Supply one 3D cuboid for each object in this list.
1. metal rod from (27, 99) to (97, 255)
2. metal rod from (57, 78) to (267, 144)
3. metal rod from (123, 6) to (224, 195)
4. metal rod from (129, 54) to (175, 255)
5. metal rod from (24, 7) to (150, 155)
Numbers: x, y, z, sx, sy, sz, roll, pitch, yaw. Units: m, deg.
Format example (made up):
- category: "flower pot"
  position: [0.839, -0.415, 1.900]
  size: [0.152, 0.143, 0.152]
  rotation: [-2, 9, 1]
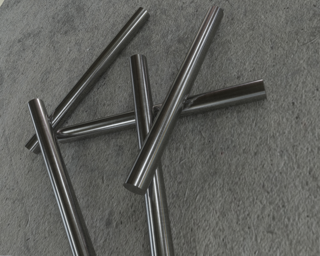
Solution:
- category: "metal rod"
  position: [-0.133, 0.070, 0.412]
  size: [0.025, 0.025, 0.299]
  rotation: [-35, 57, 5]
- category: "metal rod"
  position: [-0.013, -0.017, 0.421]
  size: [0.300, 0.025, 0.025]
  rotation: [-12, 57, 21]
- category: "metal rod"
  position: [0.029, -0.055, 0.392]
  size: [0.025, 0.025, 0.300]
  rotation: [5, 55, 30]
- category: "metal rod"
  position: [-0.011, 0.037, 0.365]
  size: [0.025, 0.025, 0.299]
  rotation: [-18, 61, 18]
- category: "metal rod"
  position: [-0.116, -0.084, 0.516]
  size: [0.025, 0.025, 0.300]
  rotation: [29, 77, 37]
